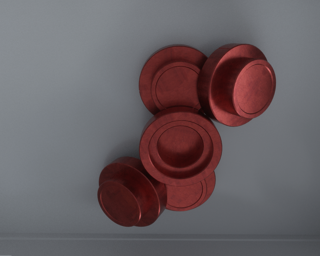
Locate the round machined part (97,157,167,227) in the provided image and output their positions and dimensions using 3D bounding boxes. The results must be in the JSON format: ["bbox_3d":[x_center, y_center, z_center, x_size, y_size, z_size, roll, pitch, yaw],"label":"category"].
[{"bbox_3d":[-0.043,0.091,0.411,0.098,0.042,0.097,13,117,26],"label":"round machined part"}]

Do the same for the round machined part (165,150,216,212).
[{"bbox_3d":[0.028,0.075,0.429,0.099,0.042,0.097,0,110,-1],"label":"round machined part"}]

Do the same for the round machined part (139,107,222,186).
[{"bbox_3d":[0.024,0.020,0.385,0.099,0.042,0.097,0,110,-1],"label":"round machined part"}]

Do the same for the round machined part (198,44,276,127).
[{"bbox_3d":[0.096,-0.048,0.361,0.099,0.042,0.097,-10,110,-29],"label":"round machined part"}]

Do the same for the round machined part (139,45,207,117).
[{"bbox_3d":[0.023,-0.051,0.382,0.099,0.042,0.097,0,110,-1],"label":"round machined part"}]
